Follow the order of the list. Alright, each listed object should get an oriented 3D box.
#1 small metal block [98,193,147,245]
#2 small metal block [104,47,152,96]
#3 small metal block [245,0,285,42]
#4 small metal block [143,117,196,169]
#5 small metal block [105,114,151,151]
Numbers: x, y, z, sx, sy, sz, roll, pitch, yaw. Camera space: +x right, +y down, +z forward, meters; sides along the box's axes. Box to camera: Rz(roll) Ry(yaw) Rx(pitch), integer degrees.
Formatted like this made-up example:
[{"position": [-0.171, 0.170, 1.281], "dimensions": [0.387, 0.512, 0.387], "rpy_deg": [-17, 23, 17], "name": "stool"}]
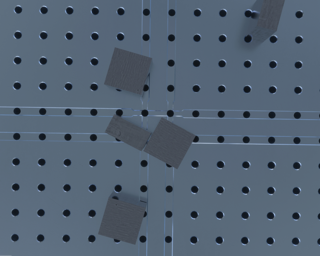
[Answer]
[{"position": [-0.049, 0.120, 0.413], "dimensions": [0.050, 0.025, 0.050], "rpy_deg": [16, 90, 0], "name": "small metal block"}, {"position": [-0.041, -0.074, 0.413], "dimensions": [0.050, 0.025, 0.050], "rpy_deg": [16, 90, 0], "name": "small metal block"}, {"position": [0.136, -0.145, 0.402], "dimensions": [0.025, 0.050, 0.050], "rpy_deg": [15, 90, 0], "name": "small metal block"}, {"position": [0.012, 0.020, 0.413], "dimensions": [0.050, 0.025, 0.050], "rpy_deg": [29, 90, 0], "name": "small metal block"}, {"position": [-0.039, 0.006, 0.401], "dimensions": [0.050, 0.050, 0.025], "rpy_deg": [28, 90, 0], "name": "small metal block"}]
